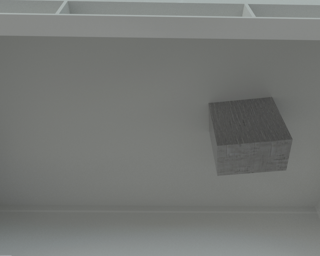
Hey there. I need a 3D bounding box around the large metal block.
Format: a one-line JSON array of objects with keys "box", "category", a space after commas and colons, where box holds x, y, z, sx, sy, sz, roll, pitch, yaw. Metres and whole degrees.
[{"box": [0.105, 0.009, 0.381, 0.080, 0.080, 0.050, -5, 130, 4], "category": "large metal block"}]
